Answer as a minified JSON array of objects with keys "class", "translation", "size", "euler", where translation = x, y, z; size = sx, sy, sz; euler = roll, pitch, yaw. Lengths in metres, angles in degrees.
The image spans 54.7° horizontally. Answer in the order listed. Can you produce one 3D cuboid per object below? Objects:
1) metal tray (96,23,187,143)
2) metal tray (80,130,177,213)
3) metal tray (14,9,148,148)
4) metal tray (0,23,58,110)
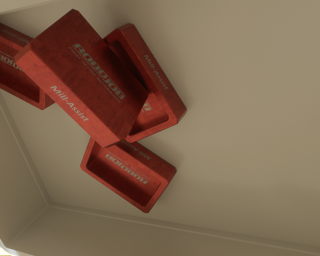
[{"class":"metal tray","translation":[-0.038,-0.051,0.391],"size":[0.090,0.030,0.130],"euler":[-24,106,36]},{"class":"metal tray","translation":[-0.051,0.062,0.468],"size":[0.130,0.030,0.089],"euler":[33,129,5]},{"class":"metal tray","translation":[-0.076,-0.053,0.337],"size":[0.030,0.090,0.130],"euler":[-23,119,36]},{"class":"metal tray","translation":[-0.212,-0.093,0.456],"size":[0.130,0.030,0.089],"euler":[26,128,11]}]
